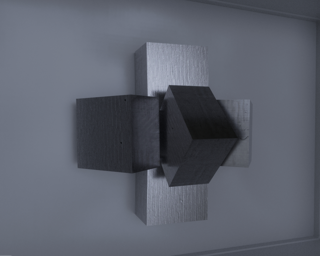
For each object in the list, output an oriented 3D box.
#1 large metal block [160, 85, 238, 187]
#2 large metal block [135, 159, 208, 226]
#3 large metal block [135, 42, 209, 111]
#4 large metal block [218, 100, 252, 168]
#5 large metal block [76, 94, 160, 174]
[{"bbox_3d":[0.033,0.009,0.350,0.050,0.079,0.080,-1,47,-21],"label":"large metal block"},{"bbox_3d":[0.014,0.076,0.401,0.081,0.050,0.080,1,90,-20],"label":"large metal block"},{"bbox_3d":[0.015,-0.062,0.398,0.081,0.050,0.080,-2,91,-20],"label":"large metal block"},{"bbox_3d":[0.093,0.006,0.407,0.050,0.080,0.080,1,90,19],"label":"large metal block"},{"bbox_3d":[-0.048,0.006,0.354,0.050,0.080,0.079,-3,92,-57],"label":"large metal block"}]
